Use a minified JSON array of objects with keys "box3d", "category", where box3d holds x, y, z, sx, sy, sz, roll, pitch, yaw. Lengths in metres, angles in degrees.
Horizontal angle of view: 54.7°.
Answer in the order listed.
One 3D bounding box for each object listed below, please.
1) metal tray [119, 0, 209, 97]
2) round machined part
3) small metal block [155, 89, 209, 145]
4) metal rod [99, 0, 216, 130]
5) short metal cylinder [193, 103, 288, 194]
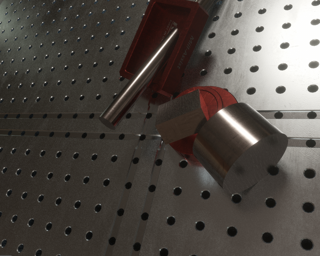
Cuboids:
[{"box3d":[0.003,-0.120,0.448,0.090,0.030,0.129,28,96,37],"category":"metal tray"},{"box3d":[0.048,-0.012,0.378,0.098,0.042,0.098,-13,56,20],"category":"round machined part"},{"box3d":[0.025,-0.013,0.335,0.050,0.025,0.050,-22,24,15],"category":"small metal block"},{"box3d":[0.015,-0.119,0.443,0.025,0.025,0.301,19,62,35],"category":"metal rod"},{"box3d":[0.081,0.021,0.317,0.080,0.080,0.050,-40,52,1],"category":"short metal cylinder"}]
